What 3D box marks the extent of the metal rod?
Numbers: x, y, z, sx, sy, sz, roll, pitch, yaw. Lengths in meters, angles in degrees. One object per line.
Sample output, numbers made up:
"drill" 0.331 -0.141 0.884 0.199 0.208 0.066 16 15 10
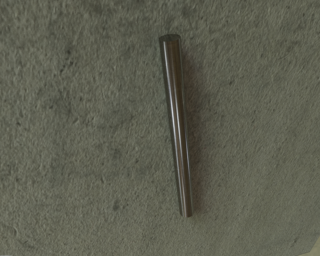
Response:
"metal rod" 0.028 0.019 0.435 0.025 0.025 0.298 -20 127 -17
